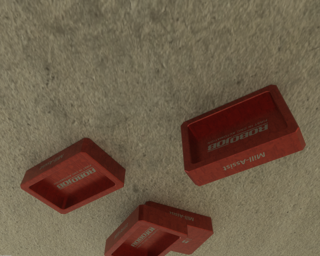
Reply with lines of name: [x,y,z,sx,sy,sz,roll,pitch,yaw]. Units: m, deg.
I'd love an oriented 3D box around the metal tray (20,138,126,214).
metal tray: [-0.129,0.077,0.467,0.130,0.030,0.090,-28,125,21]

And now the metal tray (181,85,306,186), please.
metal tray: [0.091,0.008,0.372,0.130,0.090,0.030,-24,126,18]

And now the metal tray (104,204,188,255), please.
metal tray: [-0.025,0.186,0.521,0.090,0.030,0.129,25,126,-20]

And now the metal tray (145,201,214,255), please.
metal tray: [0.019,0.184,0.561,0.131,0.030,0.089,19,127,-16]
